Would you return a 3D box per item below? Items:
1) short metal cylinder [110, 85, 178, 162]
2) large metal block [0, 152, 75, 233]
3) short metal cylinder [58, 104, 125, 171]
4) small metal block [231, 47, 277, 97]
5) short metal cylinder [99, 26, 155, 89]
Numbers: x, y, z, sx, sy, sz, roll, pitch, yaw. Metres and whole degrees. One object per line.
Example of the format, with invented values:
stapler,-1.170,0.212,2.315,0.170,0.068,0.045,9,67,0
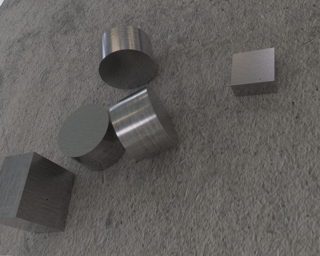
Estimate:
short metal cylinder,-0.018,-0.005,0.381,0.050,0.080,0.080,-27,53,12
large metal block,-0.163,0.086,0.401,0.050,0.080,0.080,-11,57,23
short metal cylinder,-0.092,0.013,0.428,0.080,0.050,0.080,-13,56,21
small metal block,0.117,-0.069,0.385,0.050,0.025,0.050,-4,60,26
short metal cylinder,-0.050,-0.102,0.458,0.080,0.080,0.050,-20,54,16
